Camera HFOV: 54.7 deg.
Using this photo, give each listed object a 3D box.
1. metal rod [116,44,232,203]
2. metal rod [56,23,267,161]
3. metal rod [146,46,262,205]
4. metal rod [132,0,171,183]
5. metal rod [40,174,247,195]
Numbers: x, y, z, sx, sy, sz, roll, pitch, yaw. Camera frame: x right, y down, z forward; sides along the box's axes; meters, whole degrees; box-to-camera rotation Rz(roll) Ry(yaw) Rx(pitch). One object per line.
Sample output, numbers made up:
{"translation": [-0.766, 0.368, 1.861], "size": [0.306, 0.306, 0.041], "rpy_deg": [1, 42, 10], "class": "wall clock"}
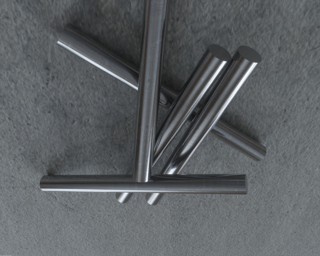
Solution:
{"translation": [-0.001, 0.019, 0.398], "size": [0.025, 0.025, 0.298], "rpy_deg": [18, 135, -15], "class": "metal rod"}
{"translation": [0.020, -0.031, 0.381], "size": [0.301, 0.025, 0.025], "rpy_deg": [29, 124, -23], "class": "metal rod"}
{"translation": [0.037, 0.022, 0.398], "size": [0.025, 0.025, 0.298], "rpy_deg": [14, 137, -13], "class": "metal rod"}
{"translation": [-0.009, -0.063, 0.325], "size": [0.025, 0.025, 0.298], "rpy_deg": [4, 122, -4], "class": "metal rod"}
{"translation": [-0.036, 0.076, 0.426], "size": [0.301, 0.025, 0.025], "rpy_deg": [-4, 132, 21], "class": "metal rod"}
